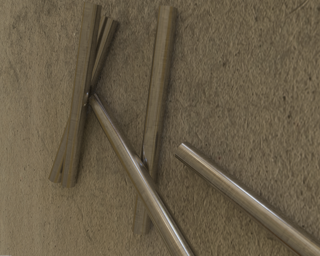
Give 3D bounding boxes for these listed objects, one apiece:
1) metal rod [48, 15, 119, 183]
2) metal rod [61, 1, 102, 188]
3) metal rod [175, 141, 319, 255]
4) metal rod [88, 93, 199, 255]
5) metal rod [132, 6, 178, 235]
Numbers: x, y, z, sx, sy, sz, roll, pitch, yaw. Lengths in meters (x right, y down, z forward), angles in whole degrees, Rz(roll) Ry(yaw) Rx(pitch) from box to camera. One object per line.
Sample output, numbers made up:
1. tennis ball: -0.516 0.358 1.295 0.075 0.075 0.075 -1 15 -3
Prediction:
1. metal rod: -0.132 -0.036 0.513 0.025 0.025 0.298 37 113 34
2. metal rod: -0.126 -0.038 0.485 0.025 0.025 0.298 29 116 36
3. metal rod: 0.127 0.104 0.300 0.300 0.025 0.025 38 113 33
4. metal rod: -0.033 0.051 0.397 0.025 0.025 0.300 -57 47 25
5. metal rod: -0.008 -0.006 0.411 0.025 0.025 0.298 12 98 39
